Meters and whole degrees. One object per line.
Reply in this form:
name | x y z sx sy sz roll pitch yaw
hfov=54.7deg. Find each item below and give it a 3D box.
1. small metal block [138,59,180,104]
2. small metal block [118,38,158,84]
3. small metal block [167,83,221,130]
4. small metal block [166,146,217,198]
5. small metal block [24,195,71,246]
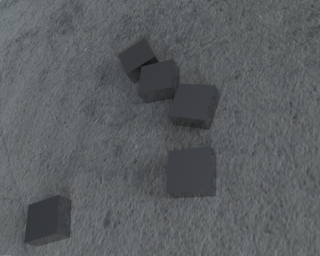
small metal block | -0.001 -0.067 0.444 0.050 0.025 0.050 -9 58 23
small metal block | -0.032 -0.105 0.483 0.050 0.025 0.050 -31 52 8
small metal block | 0.044 -0.028 0.397 0.050 0.025 0.050 8 65 31
small metal block | 0.036 0.051 0.353 0.050 0.025 0.050 -8 58 23
small metal block | -0.145 0.121 0.404 0.050 0.025 0.050 -20 54 15
